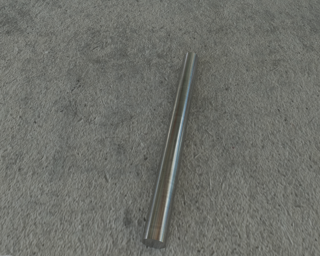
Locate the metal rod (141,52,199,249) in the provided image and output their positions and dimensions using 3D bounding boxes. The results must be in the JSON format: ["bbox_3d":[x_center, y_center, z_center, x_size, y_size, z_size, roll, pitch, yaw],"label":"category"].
[{"bbox_3d":[0.022,0.002,0.401,0.025,0.025,0.300,8,50,7],"label":"metal rod"}]
